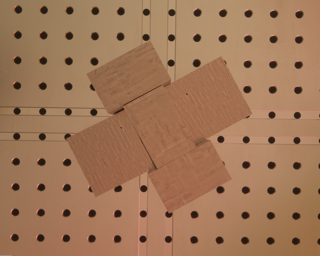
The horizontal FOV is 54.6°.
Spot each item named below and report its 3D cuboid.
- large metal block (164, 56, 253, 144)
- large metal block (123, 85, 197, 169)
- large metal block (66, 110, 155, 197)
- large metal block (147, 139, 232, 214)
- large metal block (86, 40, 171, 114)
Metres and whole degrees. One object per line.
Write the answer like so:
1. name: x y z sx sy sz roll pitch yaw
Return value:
1. large metal block: 0.058 -0.034 0.400 0.080 0.050 0.080 -29 92 0
2. large metal block: 0.000 -0.002 0.386 0.050 0.080 0.080 -29 90 0
3. large metal block: -0.060 0.031 0.401 0.080 0.050 0.080 -27 90 0
4. large metal block: 0.033 0.055 0.386 0.080 0.080 0.050 -29 90 -1
5. large metal block: -0.034 -0.057 0.385 0.080 0.080 0.050 -28 90 0
